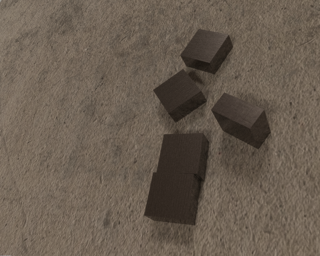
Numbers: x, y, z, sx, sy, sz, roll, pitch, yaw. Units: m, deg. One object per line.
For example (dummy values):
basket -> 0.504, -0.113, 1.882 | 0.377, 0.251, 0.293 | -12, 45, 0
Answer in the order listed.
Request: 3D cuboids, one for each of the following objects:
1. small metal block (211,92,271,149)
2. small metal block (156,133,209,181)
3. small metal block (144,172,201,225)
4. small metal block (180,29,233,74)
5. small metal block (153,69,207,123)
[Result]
small metal block -> 0.091, -0.008, 0.344 | 0.050, 0.050, 0.025 | 31, 79, 37
small metal block -> 0.028, 0.034, 0.367 | 0.050, 0.025, 0.050 | -3, 60, 26
small metal block -> 0.015, 0.078, 0.347 | 0.050, 0.025, 0.050 | -2, 61, 27
small metal block -> 0.066, -0.108, 0.435 | 0.050, 0.025, 0.050 | 25, 75, 36
small metal block -> 0.026, -0.044, 0.416 | 0.050, 0.025, 0.050 | -35, 52, 5
